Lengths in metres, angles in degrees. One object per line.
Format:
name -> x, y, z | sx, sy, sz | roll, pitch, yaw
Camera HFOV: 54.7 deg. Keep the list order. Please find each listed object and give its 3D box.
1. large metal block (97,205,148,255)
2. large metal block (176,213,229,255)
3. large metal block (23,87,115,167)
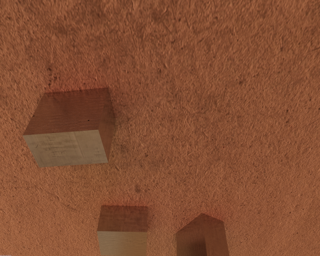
large metal block -> -0.063, 0.181, 0.545 | 0.081, 0.050, 0.079 | 2, 130, -2
large metal block -> 0.074, 0.213, 0.553 | 0.050, 0.080, 0.080 | 27, 125, -21
large metal block -> -0.101, -0.002, 0.368 | 0.080, 0.080, 0.050 | -4, 130, 3
